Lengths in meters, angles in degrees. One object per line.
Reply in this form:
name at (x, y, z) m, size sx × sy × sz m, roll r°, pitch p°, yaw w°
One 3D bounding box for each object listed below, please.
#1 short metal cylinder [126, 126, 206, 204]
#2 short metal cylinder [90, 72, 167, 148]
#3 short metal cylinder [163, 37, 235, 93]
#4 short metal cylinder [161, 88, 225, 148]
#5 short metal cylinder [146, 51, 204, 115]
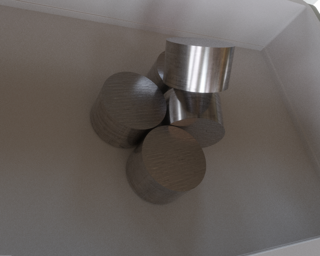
short metal cylinder at (0.007, 0.044, 0.365) m, size 0.081 × 0.050 × 0.080 m, roll 14°, pitch 56°, yaw -21°
short metal cylinder at (-0.039, -0.022, 0.380) m, size 0.081 × 0.050 × 0.080 m, roll 14°, pitch 56°, yaw -21°
short metal cylinder at (0.045, -0.078, 0.371) m, size 0.081 × 0.050 × 0.080 m, roll 4°, pitch 23°, yaw -1°
short metal cylinder at (0.040, -0.012, 0.400) m, size 0.081 × 0.080 × 0.050 m, roll 13°, pitch 57°, yaw -22°
short metal cylinder at (0.022, -0.064, 0.440) m, size 0.081 × 0.050 × 0.080 m, roll 14°, pitch 56°, yaw -21°
